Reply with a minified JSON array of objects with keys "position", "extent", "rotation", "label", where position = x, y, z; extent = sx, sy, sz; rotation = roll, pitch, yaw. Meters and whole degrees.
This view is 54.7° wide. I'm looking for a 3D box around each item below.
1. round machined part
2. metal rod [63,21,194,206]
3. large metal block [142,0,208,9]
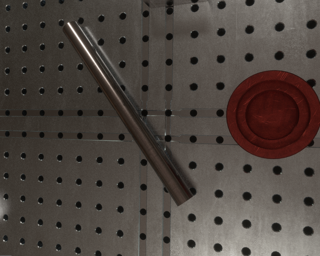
[{"position":[0.129,-0.015,0.358],"extent":[0.098,0.042,0.097],"rotation":[0,90,19],"label":"round machined part"},{"position":[-0.049,-0.027,0.428],"extent":[0.025,0.025,0.299],"rotation":[-37,79,16],"label":"metal rod"},{"position":[0.017,-0.205,0.393],"extent":[0.080,0.050,0.079],"rotation":[1,90,19],"label":"large metal block"}]
